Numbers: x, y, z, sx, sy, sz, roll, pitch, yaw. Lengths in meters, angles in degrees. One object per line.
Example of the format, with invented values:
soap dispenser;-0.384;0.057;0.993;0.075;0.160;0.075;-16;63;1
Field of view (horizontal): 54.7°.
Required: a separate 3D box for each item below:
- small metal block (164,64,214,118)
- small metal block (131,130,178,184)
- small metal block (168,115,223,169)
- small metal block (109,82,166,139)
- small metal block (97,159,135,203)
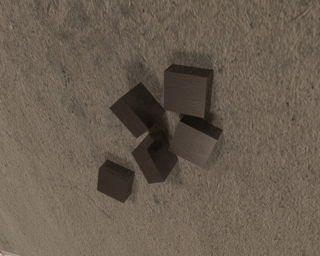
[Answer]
small metal block;0.033;-0.044;0.362;0.050;0.025;0.050;13;124;20
small metal block;-0.005;0.039;0.416;0.025;0.050;0.050;-15;111;34
small metal block;0.044;0.016;0.392;0.050;0.025;0.050;28;128;10
small metal block;-0.027;-0.023;0.389;0.050;0.050;0.025;49;128;-7
small metal block;-0.071;0.085;0.495;0.050;0.025;0.050;22;127;14
